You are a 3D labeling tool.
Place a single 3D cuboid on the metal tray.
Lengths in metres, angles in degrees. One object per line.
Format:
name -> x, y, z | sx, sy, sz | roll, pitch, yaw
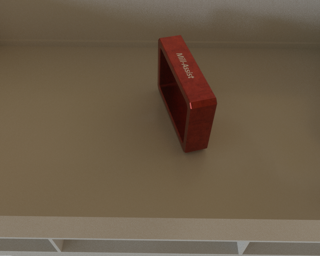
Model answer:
metal tray -> 0.029, -0.045, 0.398 | 0.030, 0.090, 0.130 | -12, 51, -11
